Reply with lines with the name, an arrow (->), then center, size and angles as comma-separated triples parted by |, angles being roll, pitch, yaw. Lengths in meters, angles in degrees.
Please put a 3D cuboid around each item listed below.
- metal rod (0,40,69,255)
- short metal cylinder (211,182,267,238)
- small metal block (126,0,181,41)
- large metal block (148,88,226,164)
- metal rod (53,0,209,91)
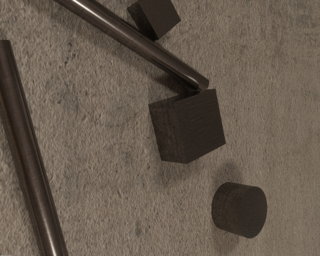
metal rod -> -0.120, 0.067, 0.305 | 0.025, 0.025, 0.298 | -19, 102, -39
short metal cylinder -> 0.129, 0.131, 0.500 | 0.081, 0.050, 0.079 | 0, 90, -40
small metal block -> -0.007, -0.147, 0.401 | 0.050, 0.025, 0.050 | -48, 119, -29
large metal block -> 0.039, -0.005, 0.423 | 0.081, 0.050, 0.079 | -21, 104, -38
metal rod -> -0.045, -0.114, 0.368 | 0.301, 0.025, 0.025 | 26, 74, -37
